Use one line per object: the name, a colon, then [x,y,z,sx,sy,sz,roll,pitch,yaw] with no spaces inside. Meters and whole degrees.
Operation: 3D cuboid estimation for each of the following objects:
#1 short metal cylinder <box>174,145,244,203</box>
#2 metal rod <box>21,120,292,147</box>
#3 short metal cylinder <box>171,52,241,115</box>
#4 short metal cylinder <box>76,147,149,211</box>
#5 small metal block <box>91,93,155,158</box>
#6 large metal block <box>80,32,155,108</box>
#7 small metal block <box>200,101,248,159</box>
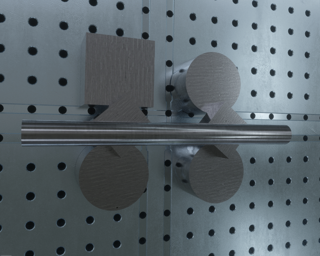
short metal cylinder: [0.066,0.057,0.424,0.081,0.050,0.080,0,90,-20]
metal rod: [0.015,0.006,0.338,0.302,0.025,0.025,1,90,-20]
short metal cylinder: [0.061,-0.058,0.422,0.081,0.050,0.080,0,90,-20]
short metal cylinder: [-0.060,0.054,0.376,0.081,0.050,0.080,0,90,-20]
small metal block: [-0.043,-0.003,0.344,0.050,0.025,0.050,-42,103,-15]
large metal block: [-0.053,-0.065,0.379,0.081,0.050,0.080,1,90,-20]
small metal block: [0.077,0.003,0.388,0.050,0.025,0.050,42,77,-15]
